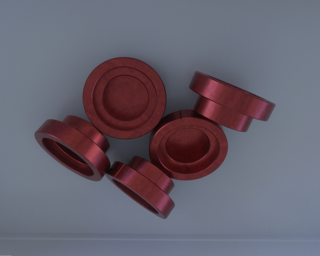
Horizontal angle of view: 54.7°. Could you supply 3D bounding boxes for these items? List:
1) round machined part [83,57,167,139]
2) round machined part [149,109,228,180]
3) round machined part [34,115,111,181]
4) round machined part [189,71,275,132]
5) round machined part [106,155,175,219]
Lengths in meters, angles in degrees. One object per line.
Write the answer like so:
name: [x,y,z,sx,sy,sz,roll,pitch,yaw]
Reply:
round machined part: [-0.042,-0.038,0.384,0.099,0.042,0.097,0,103,-1]
round machined part: [0.035,0.018,0.402,0.099,0.042,0.097,-1,122,-2]
round machined part: [-0.103,0.021,0.391,0.098,0.098,0.042,40,61,-14]
round machined part: [0.078,-0.028,0.361,0.099,0.098,0.042,21,104,-8]
round machined part: [-0.020,0.073,0.409,0.098,0.098,0.042,42,71,-14]
